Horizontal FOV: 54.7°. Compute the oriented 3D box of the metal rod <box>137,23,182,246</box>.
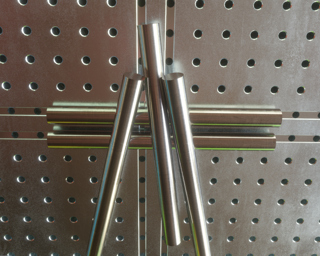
[{"bbox_3d":[0.003,0.023,0.396,0.025,0.025,0.298,-6,110,2],"label":"metal rod"}]

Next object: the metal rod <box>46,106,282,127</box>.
[{"bbox_3d":[0.007,-0.015,0.408,0.302,0.025,0.025,1,110,-1],"label":"metal rod"}]

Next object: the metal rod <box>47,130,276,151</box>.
[{"bbox_3d":[0.003,0.017,0.420,0.302,0.025,0.025,1,110,-1],"label":"metal rod"}]

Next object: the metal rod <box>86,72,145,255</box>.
[{"bbox_3d":[-0.066,0.069,0.418,0.025,0.025,0.298,13,117,-5],"label":"metal rod"}]

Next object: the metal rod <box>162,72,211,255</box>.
[{"bbox_3d":[0.041,0.071,0.420,0.025,0.025,0.298,-10,117,3],"label":"metal rod"}]
